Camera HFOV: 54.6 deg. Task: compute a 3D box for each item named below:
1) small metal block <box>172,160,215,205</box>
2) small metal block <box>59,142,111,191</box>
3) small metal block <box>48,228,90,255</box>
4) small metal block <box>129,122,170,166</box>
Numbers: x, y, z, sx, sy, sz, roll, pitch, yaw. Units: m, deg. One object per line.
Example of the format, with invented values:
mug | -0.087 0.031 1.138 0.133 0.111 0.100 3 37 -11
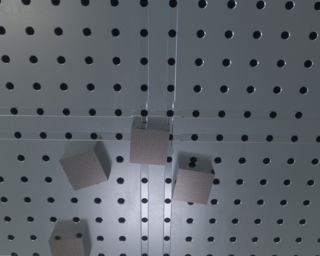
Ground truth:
small metal block | 0.046 0.078 0.442 0.050 0.025 0.050 10 110 -4
small metal block | -0.104 0.054 0.432 0.050 0.025 0.050 -18 109 6
small metal block | -0.139 0.185 0.480 0.050 0.025 0.050 -4 110 1
small metal block | -0.014 0.021 0.421 0.050 0.025 0.050 5 110 -2
